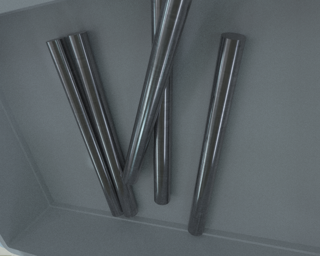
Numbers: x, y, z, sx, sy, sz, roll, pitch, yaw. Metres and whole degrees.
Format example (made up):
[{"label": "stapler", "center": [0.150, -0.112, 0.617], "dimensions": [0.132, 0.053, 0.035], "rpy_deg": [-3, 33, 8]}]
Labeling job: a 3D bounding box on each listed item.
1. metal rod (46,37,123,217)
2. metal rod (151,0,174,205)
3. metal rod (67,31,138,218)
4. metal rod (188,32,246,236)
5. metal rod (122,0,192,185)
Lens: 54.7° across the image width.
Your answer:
[{"label": "metal rod", "center": [-0.105, 0.014, 0.472], "dimensions": [0.025, 0.025, 0.298], "rpy_deg": [0, 119, 28]}, {"label": "metal rod", "center": [0.003, -0.018, 0.395], "dimensions": [0.025, 0.025, 0.298], "rpy_deg": [13, 124, 21]}, {"label": "metal rod", "center": [-0.077, 0.011, 0.456], "dimensions": [0.025, 0.025, 0.298], "rpy_deg": [3, 120, 27]}, {"label": "metal rod", "center": [0.064, 0.032, 0.394], "dimensions": [0.025, 0.025, 0.298], "rpy_deg": [17, 125, 18]}, {"label": "metal rod", "center": [-0.013, -0.023, 0.367], "dimensions": [0.025, 0.025, 0.298], "rpy_deg": [28, 136, 10]}]
